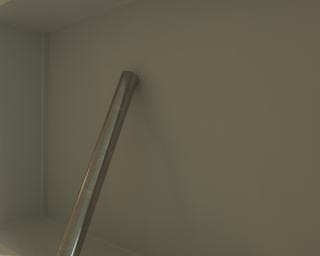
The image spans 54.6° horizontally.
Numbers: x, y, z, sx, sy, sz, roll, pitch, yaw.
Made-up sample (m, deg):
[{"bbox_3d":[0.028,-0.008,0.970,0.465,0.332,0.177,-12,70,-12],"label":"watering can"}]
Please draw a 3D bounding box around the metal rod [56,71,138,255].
[{"bbox_3d":[-0.081,0.059,0.394,0.025,0.025,0.300,-2,63,40],"label":"metal rod"}]
